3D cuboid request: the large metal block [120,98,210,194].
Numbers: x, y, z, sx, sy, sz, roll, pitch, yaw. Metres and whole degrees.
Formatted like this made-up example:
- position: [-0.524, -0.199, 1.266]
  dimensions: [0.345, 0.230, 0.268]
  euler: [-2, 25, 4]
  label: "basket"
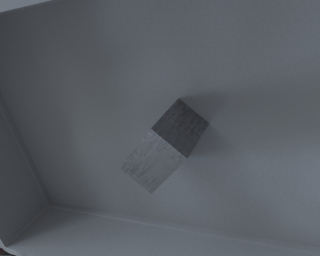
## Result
- position: [0.007, 0.021, 0.382]
  dimensions: [0.050, 0.080, 0.080]
  euler: [40, 129, 1]
  label: "large metal block"
